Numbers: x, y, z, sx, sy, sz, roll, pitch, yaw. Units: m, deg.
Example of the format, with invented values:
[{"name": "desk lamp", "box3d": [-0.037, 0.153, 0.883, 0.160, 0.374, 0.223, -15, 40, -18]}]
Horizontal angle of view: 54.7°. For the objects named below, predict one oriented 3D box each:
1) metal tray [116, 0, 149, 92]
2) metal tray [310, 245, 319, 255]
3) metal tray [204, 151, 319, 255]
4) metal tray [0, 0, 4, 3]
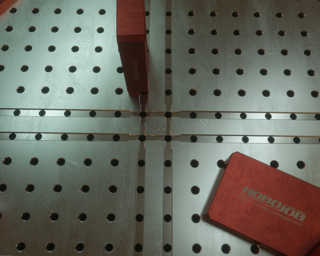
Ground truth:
[{"name": "metal tray", "box3d": [-0.033, -0.113, 0.397, 0.030, 0.130, 0.090, -2, 70, -1]}, {"name": "metal tray", "box3d": [0.173, 0.187, 0.323, 0.131, 0.030, 0.090, -37, 100, -13]}, {"name": "metal tray", "box3d": [0.131, 0.096, 0.376, 0.130, 0.030, 0.090, 24, 72, 8]}, {"name": "metal tray", "box3d": [-0.277, -0.246, 0.496, 0.090, 0.030, 0.130, 34, 73, 11]}]
